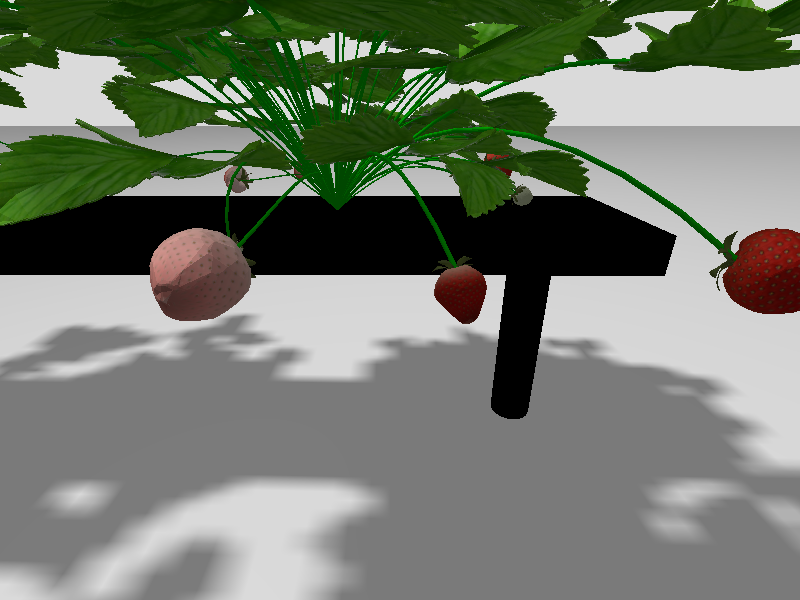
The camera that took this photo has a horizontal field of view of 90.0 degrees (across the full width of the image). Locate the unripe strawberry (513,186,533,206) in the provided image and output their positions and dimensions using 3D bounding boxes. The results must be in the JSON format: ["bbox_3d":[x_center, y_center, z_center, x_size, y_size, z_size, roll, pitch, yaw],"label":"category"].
[{"bbox_3d":[0.112,-0.094,0.364,0.018,0.017,0.016,12,23,-13],"label":"unripe strawberry"}]

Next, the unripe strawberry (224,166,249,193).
[{"bbox_3d":[-0.172,-0.126,0.418,0.026,0.027,0.024,16,29,32],"label":"unripe strawberry"}]

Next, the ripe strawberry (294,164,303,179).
[{"bbox_3d":[-0.123,-0.161,0.499,0.019,0.022,0.021,-10,1,-20],"label":"ripe strawberry"}]

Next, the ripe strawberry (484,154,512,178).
[{"bbox_3d":[0.121,-0.162,0.485,0.040,0.039,0.037,-20,32,-38],"label":"ripe strawberry"}]

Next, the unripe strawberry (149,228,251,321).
[{"bbox_3d":[-0.080,-0.008,0.158,0.036,0.038,0.038,3,26,7],"label":"unripe strawberry"}]

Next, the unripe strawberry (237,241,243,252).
[{"bbox_3d":[-0.088,-0.025,0.211,0.011,0.011,0.011,5,26,12],"label":"unripe strawberry"}]

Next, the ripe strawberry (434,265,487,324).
[{"bbox_3d":[0.025,-0.002,0.162,0.021,0.023,0.022,-9,-13,-19],"label":"ripe strawberry"}]

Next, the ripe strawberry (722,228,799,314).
[{"bbox_3d":[0.159,-0.011,0.167,0.036,0.035,0.033,25,35,35],"label":"ripe strawberry"}]
